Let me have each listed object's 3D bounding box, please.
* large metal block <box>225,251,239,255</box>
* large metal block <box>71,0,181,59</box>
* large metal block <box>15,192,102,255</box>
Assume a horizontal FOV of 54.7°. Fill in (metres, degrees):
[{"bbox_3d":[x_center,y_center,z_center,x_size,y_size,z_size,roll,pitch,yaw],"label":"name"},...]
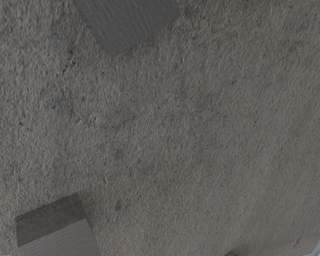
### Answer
[{"bbox_3d":[0.157,0.326,0.678,0.080,0.050,0.080,-45,129,3],"label":"large metal block"},{"bbox_3d":[-0.039,-0.126,0.291,0.080,0.050,0.080,-35,129,-6],"label":"large metal block"},{"bbox_3d":[-0.132,0.143,0.407,0.081,0.050,0.080,-21,127,-16],"label":"large metal block"}]
